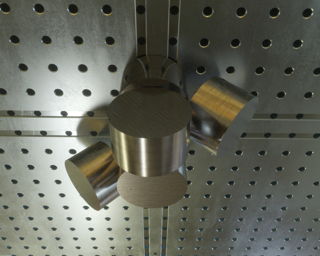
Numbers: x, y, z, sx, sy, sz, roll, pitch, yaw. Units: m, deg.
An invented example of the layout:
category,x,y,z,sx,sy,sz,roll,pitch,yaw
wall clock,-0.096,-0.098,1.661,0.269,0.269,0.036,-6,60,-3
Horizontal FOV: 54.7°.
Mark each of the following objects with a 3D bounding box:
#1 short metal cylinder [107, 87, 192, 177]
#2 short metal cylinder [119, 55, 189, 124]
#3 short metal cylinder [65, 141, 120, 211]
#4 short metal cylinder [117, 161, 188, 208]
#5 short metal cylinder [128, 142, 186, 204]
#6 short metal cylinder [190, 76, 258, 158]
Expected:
category,x,y,z,sx,sy,sz,roll,pitch,yaw
short metal cylinder,-0.010,0.002,0.310,0.081,0.080,0.050,0,130,-1
short metal cylinder,-0.008,-0.037,0.363,0.081,0.050,0.079,0,131,0
short metal cylinder,-0.085,0.065,0.422,0.050,0.080,0.079,-33,139,-31
short metal cylinder,-0.009,0.052,0.373,0.081,0.050,0.079,0,130,0
short metal cylinder,-0.005,0.066,0.451,0.081,0.050,0.079,-1,131,0
short metal cylinder,0.068,-0.013,0.356,0.050,0.081,0.079,35,134,24
